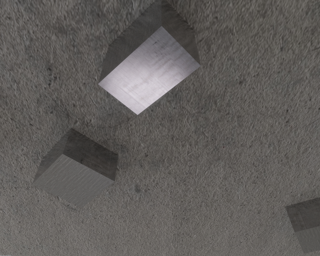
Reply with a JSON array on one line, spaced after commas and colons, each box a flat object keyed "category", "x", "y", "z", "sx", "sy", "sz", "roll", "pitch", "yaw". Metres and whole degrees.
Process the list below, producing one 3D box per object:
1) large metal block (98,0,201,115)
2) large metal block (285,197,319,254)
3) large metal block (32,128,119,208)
[{"category": "large metal block", "x": -0.010, "y": -0.073, "z": 0.308, "sx": 0.080, "sy": 0.080, "sz": 0.050, "roll": -36, "pitch": 122, "yaw": 26}, {"category": "large metal block", "x": 0.274, "y": 0.167, "z": 0.535, "sx": 0.080, "sy": 0.050, "sz": 0.080, "roll": -22, "pitch": 127, "yaw": 17}, {"category": "large metal block", "x": -0.118, "y": 0.059, "z": 0.439, "sx": 0.080, "sy": 0.050, "sz": 0.080, "roll": 34, "pitch": 122, "yaw": -26}]
